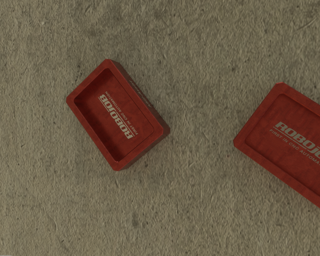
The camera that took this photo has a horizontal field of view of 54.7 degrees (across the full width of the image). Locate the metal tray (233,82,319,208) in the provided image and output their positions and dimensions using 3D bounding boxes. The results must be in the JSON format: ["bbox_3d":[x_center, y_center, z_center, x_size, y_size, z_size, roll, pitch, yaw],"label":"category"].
[{"bbox_3d":[0.162,0.020,0.348,0.130,0.030,0.090,37,102,16],"label":"metal tray"}]

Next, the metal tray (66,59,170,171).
[{"bbox_3d":[-0.060,-0.018,0.427,0.090,0.030,0.130,-41,77,15],"label":"metal tray"}]
